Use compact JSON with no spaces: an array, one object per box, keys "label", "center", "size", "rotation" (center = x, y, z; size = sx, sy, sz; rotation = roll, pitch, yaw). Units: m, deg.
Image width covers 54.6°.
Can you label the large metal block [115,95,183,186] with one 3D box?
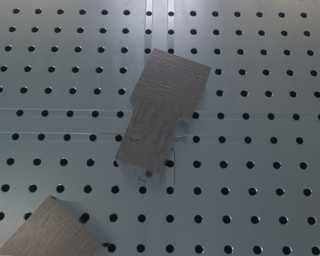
[{"label":"large metal block","center":[-0.011,0.018,0.376],"size":[0.050,0.080,0.080],"rotation":[18,71,6]}]

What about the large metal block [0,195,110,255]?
[{"label":"large metal block","center":[-0.117,0.136,0.348],"size":[0.080,0.050,0.080],"rotation":[37,74,12]}]

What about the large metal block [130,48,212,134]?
[{"label":"large metal block","center":[0.015,-0.049,0.417],"size":[0.080,0.050,0.080],"rotation":[21,71,7]}]
